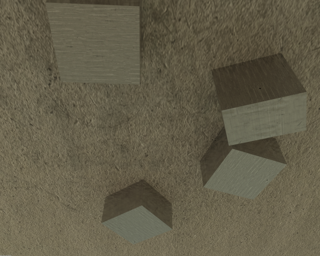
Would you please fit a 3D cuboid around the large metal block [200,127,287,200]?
[{"bbox_3d":[0.112,0.048,0.433,0.081,0.050,0.079,16,128,-14],"label":"large metal block"}]

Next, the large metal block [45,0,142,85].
[{"bbox_3d":[-0.059,-0.092,0.311,0.081,0.050,0.079,2,130,-2],"label":"large metal block"}]

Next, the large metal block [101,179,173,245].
[{"bbox_3d":[-0.036,0.140,0.509,0.080,0.050,0.080,-29,125,22],"label":"large metal block"}]

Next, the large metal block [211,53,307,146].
[{"bbox_3d":[0.106,-0.033,0.344,0.080,0.080,0.050,-12,129,10],"label":"large metal block"}]
